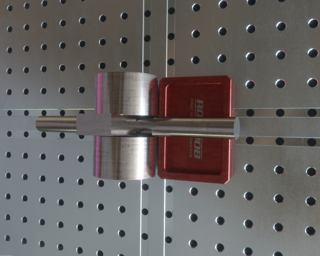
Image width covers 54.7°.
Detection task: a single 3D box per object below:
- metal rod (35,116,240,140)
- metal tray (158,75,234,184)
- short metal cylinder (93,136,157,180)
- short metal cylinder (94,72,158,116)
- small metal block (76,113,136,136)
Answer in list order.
[{"bbox_3d":[-0.049,-0.003,0.405,0.300,0.025,0.025,1,91,28],"label":"metal rod"},{"bbox_3d":[0.045,0.001,0.394,0.090,0.030,0.129,1,90,19],"label":"metal tray"},{"bbox_3d":[-0.045,0.035,0.399,0.080,0.080,0.050,2,91,20],"label":"short metal cylinder"},{"bbox_3d":[-0.043,-0.040,0.397,0.080,0.080,0.050,1,91,20],"label":"short metal cylinder"},{"bbox_3d":[-0.063,-0.004,0.371,0.050,0.050,0.025,1,91,28],"label":"small metal block"}]
